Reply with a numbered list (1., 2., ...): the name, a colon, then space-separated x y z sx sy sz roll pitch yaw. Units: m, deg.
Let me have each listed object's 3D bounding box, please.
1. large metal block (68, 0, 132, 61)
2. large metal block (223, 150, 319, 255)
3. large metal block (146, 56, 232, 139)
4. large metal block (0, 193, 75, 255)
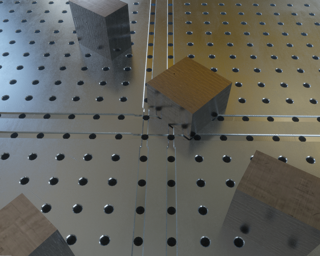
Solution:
1. large metal block: -0.097 -0.172 0.516 0.080 0.080 0.050 31 57 23
2. large metal block: 0.115 0.079 0.306 0.080 0.080 0.050 25 55 20
3. large metal block: 0.039 -0.044 0.429 0.080 0.050 0.080 37 59 27
4. large metal block: -0.128 0.118 0.272 0.050 0.080 0.080 34 58 25
